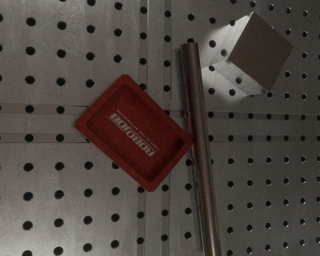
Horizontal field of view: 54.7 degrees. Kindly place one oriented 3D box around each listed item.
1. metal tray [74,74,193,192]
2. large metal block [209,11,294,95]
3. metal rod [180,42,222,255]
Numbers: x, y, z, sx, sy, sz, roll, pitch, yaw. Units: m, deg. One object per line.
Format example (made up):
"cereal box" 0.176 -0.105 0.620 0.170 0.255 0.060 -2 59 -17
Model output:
"metal tray" -0.032 0.007 0.399 0.130 0.030 0.090 45 76 -15
"large metal block" 0.132 -0.104 0.450 0.080 0.050 0.080 33 79 -18
"metal rod" 0.058 0.033 0.435 0.025 0.025 0.298 -8 93 -20
